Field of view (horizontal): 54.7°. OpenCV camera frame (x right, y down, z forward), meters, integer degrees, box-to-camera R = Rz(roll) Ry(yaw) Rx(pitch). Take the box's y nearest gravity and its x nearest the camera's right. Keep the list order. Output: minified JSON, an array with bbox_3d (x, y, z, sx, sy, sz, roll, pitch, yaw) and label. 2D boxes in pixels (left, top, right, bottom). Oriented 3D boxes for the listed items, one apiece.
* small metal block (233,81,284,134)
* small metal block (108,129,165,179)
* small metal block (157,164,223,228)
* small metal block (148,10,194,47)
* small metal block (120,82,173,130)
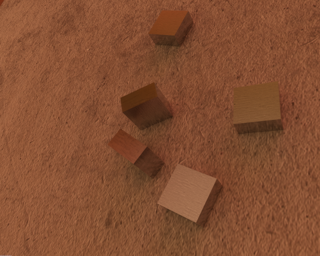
[{"bbox_3d":[0.113,-0.023,0.358,0.050,0.025,0.050,-6,59,25],"label":"small metal block"},{"bbox_3d":[-0.029,0.032,0.383,0.050,0.050,0.025,31,79,37],"label":"small metal block"},{"bbox_3d":[0.033,0.074,0.341,0.050,0.025,0.050,18,71,35],"label":"small metal block"},{"bbox_3d":[0.018,-0.159,0.492,0.050,0.025,0.050,16,70,34],"label":"small metal block"},{"bbox_3d":[-0.017,-0.028,0.414,0.050,0.050,0.025,-23,53,14],"label":"small metal block"}]
